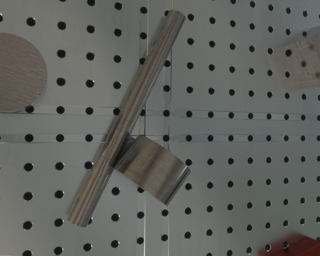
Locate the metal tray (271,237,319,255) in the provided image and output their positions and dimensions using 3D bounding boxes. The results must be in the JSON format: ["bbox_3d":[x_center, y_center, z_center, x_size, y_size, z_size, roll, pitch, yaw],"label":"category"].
[{"bbox_3d":[0.233,0.255,0.499,0.091,0.030,0.129,-17,96,-20],"label":"metal tray"}]

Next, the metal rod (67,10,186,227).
[{"bbox_3d":[-0.039,-0.019,0.399,0.025,0.025,0.299,28,81,-18],"label":"metal rod"}]

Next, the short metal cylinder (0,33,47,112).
[{"bbox_3d":[-0.166,-0.057,0.338,0.081,0.050,0.079,0,90,-21],"label":"short metal cylinder"}]

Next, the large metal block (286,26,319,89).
[{"bbox_3d":[0.265,-0.119,0.499,0.080,0.050,0.080,-32,101,-18],"label":"large metal block"}]

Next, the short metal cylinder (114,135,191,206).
[{"bbox_3d":[-0.009,0.052,0.381,0.080,0.080,0.050,39,77,-16],"label":"short metal cylinder"}]
